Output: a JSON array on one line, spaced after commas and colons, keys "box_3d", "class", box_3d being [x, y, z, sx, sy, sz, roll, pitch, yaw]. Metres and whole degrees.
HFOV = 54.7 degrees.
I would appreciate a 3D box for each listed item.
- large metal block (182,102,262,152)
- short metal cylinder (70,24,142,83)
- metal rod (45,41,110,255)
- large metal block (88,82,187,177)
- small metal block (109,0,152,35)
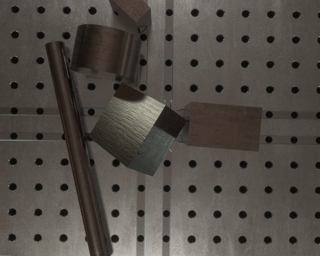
[{"box_3d": [0.073, -0.002, 0.387, 0.081, 0.080, 0.050, 5, 90, -1], "class": "large metal block"}, {"box_3d": [-0.066, -0.090, 0.385, 0.080, 0.080, 0.050, 11, 90, -1], "class": "short metal cylinder"}, {"box_3d": [-0.108, 0.035, 0.411, 0.025, 0.025, 0.298, -12, 90, 0], "class": "metal rod"}, {"box_3d": [-0.028, 0.001, 0.381, 0.080, 0.050, 0.080, 31, 90, 38], "class": "large metal block"}, {"box_3d": [-0.038, -0.154, 0.400, 0.050, 0.050, 0.025, 44, 90, -1], "class": "small metal block"}]
